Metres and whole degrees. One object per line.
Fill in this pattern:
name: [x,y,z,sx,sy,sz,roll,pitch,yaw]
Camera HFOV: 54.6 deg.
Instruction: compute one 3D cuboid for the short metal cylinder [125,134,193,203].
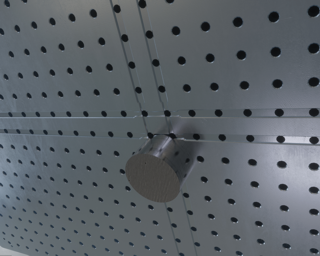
short metal cylinder: [0.000,0.056,0.430,0.080,0.050,0.080,13,124,21]
